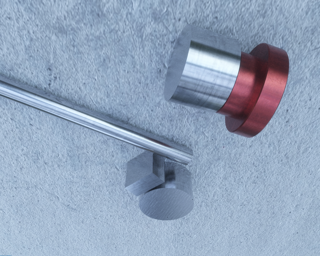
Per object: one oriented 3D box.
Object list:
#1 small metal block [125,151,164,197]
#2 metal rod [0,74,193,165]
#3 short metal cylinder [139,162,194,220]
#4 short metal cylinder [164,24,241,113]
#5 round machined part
[{"bbox_3d":[-0.021,0.062,0.443,0.050,0.050,0.025,-32,123,24],"label":"small metal block"},{"bbox_3d":[-0.093,-0.012,0.395,0.302,0.025,0.025,22,127,-18],"label":"metal rod"},{"bbox_3d":[0.010,0.097,0.473,0.081,0.050,0.079,0,130,0],"label":"short metal cylinder"},{"bbox_3d":[0.041,-0.060,0.320,0.050,0.080,0.079,14,129,-12],"label":"short metal cylinder"},{"bbox_3d":[0.088,-0.042,0.325,0.042,0.098,0.097,18,128,-5],"label":"round machined part"}]
